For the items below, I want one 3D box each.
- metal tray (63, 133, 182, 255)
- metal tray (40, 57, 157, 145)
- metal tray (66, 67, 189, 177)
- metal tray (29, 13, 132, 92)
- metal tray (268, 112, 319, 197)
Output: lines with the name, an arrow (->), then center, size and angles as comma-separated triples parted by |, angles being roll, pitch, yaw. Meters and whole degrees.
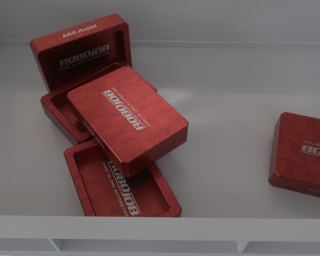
metal tray -> -0.045, 0.065, 0.346 | 0.091, 0.030, 0.130 | -20, 53, -17
metal tray -> -0.080, -0.036, 0.423 | 0.131, 0.030, 0.090 | -36, 66, -27
metal tray -> -0.040, -0.014, 0.372 | 0.091, 0.030, 0.130 | -31, 57, -23
metal tray -> -0.106, -0.101, 0.446 | 0.131, 0.090, 0.030 | -26, 55, -21
metal tray -> 0.202, 0.037, 0.364 | 0.131, 0.030, 0.090 | 13, 59, 10
